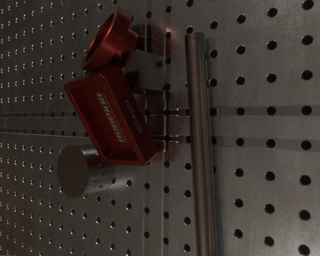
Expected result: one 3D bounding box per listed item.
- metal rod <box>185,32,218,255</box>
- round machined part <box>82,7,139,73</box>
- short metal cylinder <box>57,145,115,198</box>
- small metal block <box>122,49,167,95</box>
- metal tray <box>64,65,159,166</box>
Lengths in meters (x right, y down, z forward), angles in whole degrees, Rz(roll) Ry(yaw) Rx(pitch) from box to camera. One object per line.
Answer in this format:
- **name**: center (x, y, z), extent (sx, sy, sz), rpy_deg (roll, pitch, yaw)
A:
- **metal rod**: center (0.050, 0.038, 0.366), extent (0.025, 0.025, 0.298), rpy_deg (-5, 87, 39)
- **round machined part**: center (-0.066, -0.114, 0.431), extent (0.098, 0.042, 0.098), rpy_deg (-43, 30, 33)
- **short metal cylinder**: center (-0.117, 0.066, 0.486), extent (0.080, 0.050, 0.079), rpy_deg (0, 90, 39)
- **small metal block**: center (-0.020, -0.072, 0.407), extent (0.025, 0.050, 0.050), rpy_deg (-11, 83, 39)
- **metal tray**: center (-0.066, -0.011, 0.415), extent (0.090, 0.030, 0.129), rpy_deg (-4, 117, 42)
